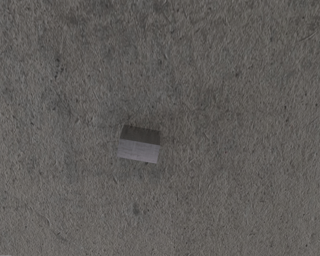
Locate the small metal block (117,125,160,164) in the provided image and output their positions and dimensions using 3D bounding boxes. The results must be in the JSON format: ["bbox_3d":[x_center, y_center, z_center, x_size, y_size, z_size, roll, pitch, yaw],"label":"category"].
[{"bbox_3d":[-0.027,0.020,0.403,0.050,0.050,0.025,10,110,-4],"label":"small metal block"}]
